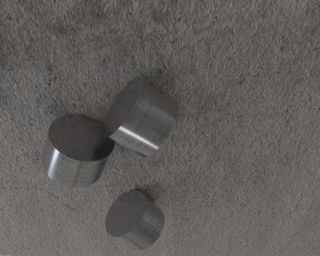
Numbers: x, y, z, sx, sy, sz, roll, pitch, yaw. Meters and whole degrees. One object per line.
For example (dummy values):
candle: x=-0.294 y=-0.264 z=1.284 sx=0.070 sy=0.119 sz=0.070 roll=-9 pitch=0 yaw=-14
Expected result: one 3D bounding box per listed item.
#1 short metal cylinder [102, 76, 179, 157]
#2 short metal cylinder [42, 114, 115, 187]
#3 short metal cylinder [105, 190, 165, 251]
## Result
short metal cylinder: x=-0.023 y=-0.013 z=0.360 sx=0.050 sy=0.080 sz=0.080 roll=31 pitch=124 yaw=-24
short metal cylinder: x=-0.104 y=0.028 z=0.394 sx=0.081 sy=0.080 sz=0.050 roll=17 pitch=128 yaw=-14
short metal cylinder: x=-0.040 y=0.147 z=0.496 sx=0.080 sy=0.080 sz=0.050 roll=-27 pitch=125 yaw=21
